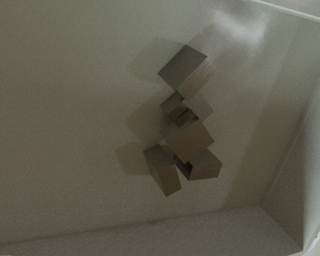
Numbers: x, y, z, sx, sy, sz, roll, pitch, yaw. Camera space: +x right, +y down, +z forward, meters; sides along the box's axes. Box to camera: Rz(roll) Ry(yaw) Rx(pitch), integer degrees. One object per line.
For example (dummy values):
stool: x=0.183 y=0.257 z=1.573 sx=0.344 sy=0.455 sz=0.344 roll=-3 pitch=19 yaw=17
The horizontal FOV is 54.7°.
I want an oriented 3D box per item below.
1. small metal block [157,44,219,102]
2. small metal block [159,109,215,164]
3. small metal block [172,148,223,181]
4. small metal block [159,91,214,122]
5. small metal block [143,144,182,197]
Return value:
small metal block: x=0.032 y=-0.066 z=0.369 sx=0.050 sy=0.050 sz=0.025 roll=-46 pitch=129 yaw=3
small metal block: x=0.036 y=0.012 z=0.403 sx=0.050 sy=0.025 sz=0.050 roll=-37 pitch=130 yaw=3
small metal block: x=0.054 y=0.050 z=0.452 sx=0.050 sy=0.050 sz=0.025 roll=-2 pitch=119 yaw=-28
small metal block: x=0.036 y=-0.026 z=0.412 sx=0.050 sy=0.025 sz=0.050 roll=-42 pitch=129 yaw=0
small metal block: x=0.003 y=0.058 z=0.430 sx=0.025 sy=0.050 sz=0.050 roll=-26 pitch=128 yaw=-12
